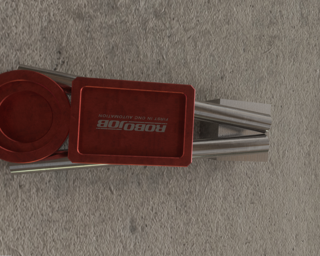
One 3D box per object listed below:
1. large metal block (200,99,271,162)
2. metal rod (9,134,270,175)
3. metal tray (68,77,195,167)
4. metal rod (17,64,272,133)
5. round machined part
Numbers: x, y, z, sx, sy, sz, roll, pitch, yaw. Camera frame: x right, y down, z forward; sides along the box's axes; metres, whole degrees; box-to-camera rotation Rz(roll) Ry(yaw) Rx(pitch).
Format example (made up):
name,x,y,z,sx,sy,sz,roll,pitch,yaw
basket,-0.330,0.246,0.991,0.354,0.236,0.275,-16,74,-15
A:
name,x,y,z,sx,sy,sz,roll,pitch,yaw
large metal block,0.104,0.004,0.435,0.081,0.050,0.080,4,89,-20
metal rod,-0.017,0.030,0.371,0.302,0.025,0.025,-4,92,-8
metal tray,-0.030,-0.005,0.342,0.131,0.030,0.089,3,89,-8
metal rod,-0.012,-0.033,0.372,0.302,0.025,0.025,11,86,-7
round machined part,-0.146,-0.012,0.342,0.099,0.042,0.097,0,90,-10
